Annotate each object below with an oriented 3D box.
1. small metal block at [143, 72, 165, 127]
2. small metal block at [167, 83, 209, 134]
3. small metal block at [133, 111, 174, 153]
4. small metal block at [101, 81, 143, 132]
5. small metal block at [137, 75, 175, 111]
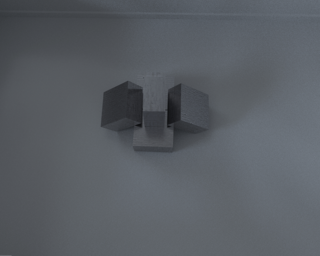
[{"bbox_3d":[-0.007,-0.034,0.379,0.025,0.050,0.050,1,70,0],"label":"small metal block"},{"bbox_3d":[0.037,-0.024,0.404,0.050,0.025,0.050,17,66,-36],"label":"small metal block"},{"bbox_3d":[-0.008,0.004,0.406,0.050,0.025,0.050,2,70,1],"label":"small metal block"},{"bbox_3d":[-0.050,-0.027,0.403,0.050,0.025,0.050,-17,64,40],"label":"small metal block"},{"bbox_3d":[-0.007,-0.044,0.423,0.050,0.025,0.050,3,70,0],"label":"small metal block"}]
